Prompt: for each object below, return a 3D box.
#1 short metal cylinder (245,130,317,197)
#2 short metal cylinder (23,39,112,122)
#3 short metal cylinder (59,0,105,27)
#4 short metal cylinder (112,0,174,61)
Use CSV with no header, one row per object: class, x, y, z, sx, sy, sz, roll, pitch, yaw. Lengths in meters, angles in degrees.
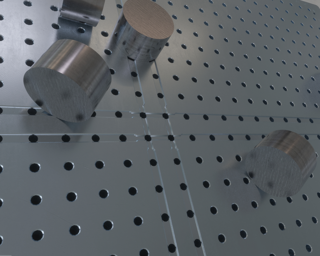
short metal cylinder,0.168,0.049,0.433,0.050,0.080,0.080,-33,80,-38
short metal cylinder,-0.102,-0.052,0.349,0.080,0.080,0.050,30,52,-10
short metal cylinder,-0.107,-0.187,0.429,0.050,0.080,0.080,9,58,-24
short metal cylinder,-0.026,-0.148,0.468,0.081,0.050,0.080,14,56,-21
